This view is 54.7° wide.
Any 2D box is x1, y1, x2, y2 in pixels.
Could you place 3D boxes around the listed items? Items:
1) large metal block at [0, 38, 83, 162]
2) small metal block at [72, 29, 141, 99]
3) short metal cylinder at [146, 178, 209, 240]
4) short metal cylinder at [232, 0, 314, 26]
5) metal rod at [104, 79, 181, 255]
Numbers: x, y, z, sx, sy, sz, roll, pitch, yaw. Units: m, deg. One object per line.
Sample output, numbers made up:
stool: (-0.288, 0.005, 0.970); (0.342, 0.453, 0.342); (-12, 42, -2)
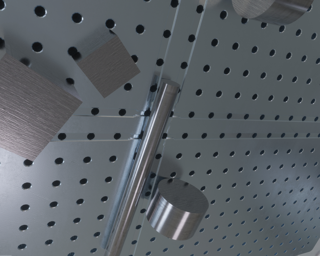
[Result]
large metal block: (-0.138, -0.026, 0.303); (0.080, 0.050, 0.080); (-49, 129, 6)
small metal block: (-0.058, -0.069, 0.337); (0.050, 0.025, 0.050); (-37, 129, -4)
short metal cylinder: (0.026, 0.120, 0.463); (0.081, 0.080, 0.050); (9, 114, -32)
short metal cylinder: (0.126, -0.159, 0.346); (0.050, 0.080, 0.079); (0, 118, -29)
metal rod: (-0.032, 0.074, 0.439); (0.025, 0.025, 0.298); (5, 116, -31)
